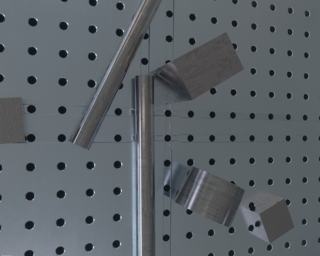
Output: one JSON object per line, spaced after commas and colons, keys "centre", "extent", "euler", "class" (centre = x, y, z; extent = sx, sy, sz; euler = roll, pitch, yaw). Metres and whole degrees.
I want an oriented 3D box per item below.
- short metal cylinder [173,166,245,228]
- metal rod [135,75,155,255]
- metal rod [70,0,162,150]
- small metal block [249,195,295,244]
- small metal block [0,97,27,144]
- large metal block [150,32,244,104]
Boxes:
{"centre": [0.064, 0.089, 0.408], "extent": [0.080, 0.080, 0.050], "euler": [28, 81, -18], "class": "short metal cylinder"}
{"centre": [-0.019, 0.082, 0.405], "extent": [0.025, 0.025, 0.298], "euler": [-1, 90, -20], "class": "metal rod"}
{"centre": [-0.037, -0.113, 0.399], "extent": [0.025, 0.025, 0.299], "euler": [27, 81, -18], "class": "metal rod"}
{"centre": [0.172, 0.139, 0.477], "extent": [0.050, 0.025, 0.050], "euler": [-24, 98, -19], "class": "small metal block"}
{"centre": [-0.180, -0.007, 0.347], "extent": [0.050, 0.025, 0.050], "euler": [-5, 92, -20], "class": "small metal block"}
{"centre": [0.045, -0.074, 0.400], "extent": [0.080, 0.080, 0.050], "euler": [-31, 101, -17], "class": "large metal block"}
